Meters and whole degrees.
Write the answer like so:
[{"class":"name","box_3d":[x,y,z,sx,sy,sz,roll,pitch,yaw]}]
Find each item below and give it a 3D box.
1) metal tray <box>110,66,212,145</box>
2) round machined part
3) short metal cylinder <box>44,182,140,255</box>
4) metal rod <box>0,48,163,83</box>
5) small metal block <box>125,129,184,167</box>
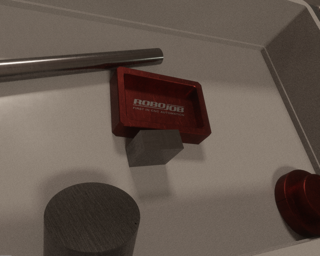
[{"class":"metal tray","box_3d":[0.001,-0.029,0.421,0.131,0.030,0.090,7,59,-25]},{"class":"round machined part","box_3d":[0.221,0.106,0.452,0.099,0.042,0.098,14,56,-21]},{"class":"short metal cylinder","box_3d":[-0.061,0.094,0.278,0.081,0.050,0.080,9,29,-5]},{"class":"metal rod","box_3d":[-0.123,-0.078,0.387,0.303,0.025,0.025,-14,70,-34]},{"class":"small metal block","box_3d":[-0.007,0.025,0.372,0.050,0.050,0.025,-1,62,-29]}]
